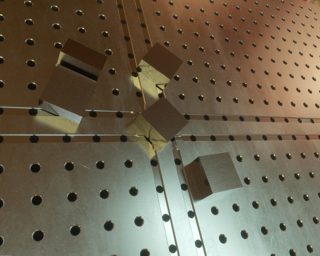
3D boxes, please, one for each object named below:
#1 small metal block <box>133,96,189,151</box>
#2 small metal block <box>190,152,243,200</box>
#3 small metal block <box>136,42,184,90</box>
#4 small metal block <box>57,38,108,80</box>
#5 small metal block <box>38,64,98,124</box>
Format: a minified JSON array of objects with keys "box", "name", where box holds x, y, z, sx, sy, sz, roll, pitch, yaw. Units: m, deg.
[{"box":[0.002,-0.007,0.413,0.050,0.025,0.050,46,51,4],"name":"small metal block"},{"box":[0.074,0.062,0.409,0.050,0.025,0.050,-4,64,-30],"name":"small metal block"},{"box":[0.000,-0.094,0.465,0.050,0.025,0.050,35,51,-5],"name":"small metal block"},{"box":[-0.099,-0.075,0.385,0.050,0.050,0.025,24,53,-14],"name":"small metal block"},{"box":[-0.109,-0.040,0.369,0.050,0.025,0.050,24,63,-14],"name":"small metal block"}]
